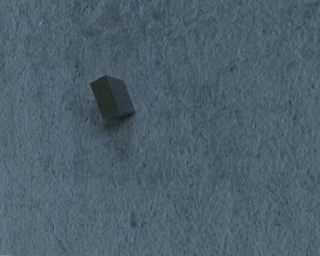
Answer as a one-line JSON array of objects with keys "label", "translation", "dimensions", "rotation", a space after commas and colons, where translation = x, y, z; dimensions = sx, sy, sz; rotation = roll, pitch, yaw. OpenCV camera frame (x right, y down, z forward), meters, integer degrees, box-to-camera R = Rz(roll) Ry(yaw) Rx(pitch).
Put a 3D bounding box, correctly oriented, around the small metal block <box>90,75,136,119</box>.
[{"label": "small metal block", "translation": [-0.062, -0.040, 0.417], "dimensions": [0.025, 0.050, 0.050], "rotation": [-24, 82, 18]}]
